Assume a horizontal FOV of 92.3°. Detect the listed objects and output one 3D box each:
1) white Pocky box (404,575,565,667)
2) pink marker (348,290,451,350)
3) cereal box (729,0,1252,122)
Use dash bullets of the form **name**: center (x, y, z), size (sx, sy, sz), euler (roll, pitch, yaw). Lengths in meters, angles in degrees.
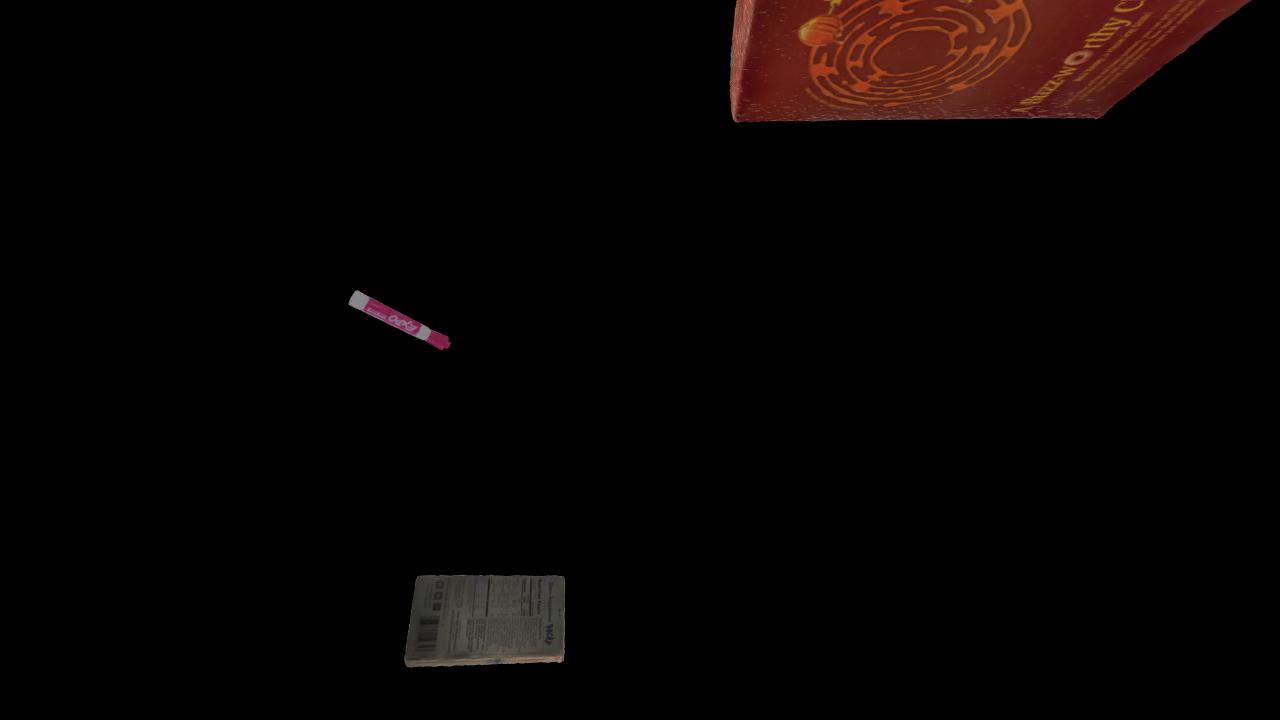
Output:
- **white Pocky box**: center (-0.155, 0.266, 0.631), size (0.154, 0.084, 0.028), euler (4, -40, -11)
- **pink marker**: center (-0.276, -0.044, 0.717), size (0.121, 0.020, 0.020), euler (31, -17, -31)
- **cereal box**: center (0.221, -0.248, 0.423), size (0.306, 0.081, 0.203), euler (2, -8, 5)
